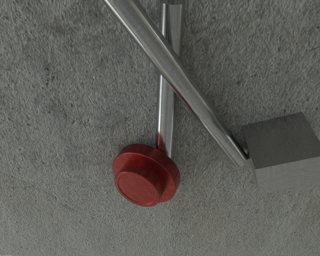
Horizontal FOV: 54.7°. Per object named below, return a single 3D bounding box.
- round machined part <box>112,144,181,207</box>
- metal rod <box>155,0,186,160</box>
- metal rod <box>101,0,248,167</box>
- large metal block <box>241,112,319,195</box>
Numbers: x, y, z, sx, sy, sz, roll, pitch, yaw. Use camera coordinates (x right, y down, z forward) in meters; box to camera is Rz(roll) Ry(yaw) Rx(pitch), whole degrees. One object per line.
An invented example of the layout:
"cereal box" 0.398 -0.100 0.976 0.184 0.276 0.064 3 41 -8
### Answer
"round machined part" -0.024 0.073 0.436 0.098 0.042 0.097 14 132 17
"metal rod" 0.008 -0.011 0.398 0.025 0.025 0.298 1 130 -2
"metal rod" 0.037 -0.036 0.350 0.025 0.025 0.300 -26 134 20
"large metal block" 0.157 0.032 0.401 0.080 0.080 0.050 -14 129 11
